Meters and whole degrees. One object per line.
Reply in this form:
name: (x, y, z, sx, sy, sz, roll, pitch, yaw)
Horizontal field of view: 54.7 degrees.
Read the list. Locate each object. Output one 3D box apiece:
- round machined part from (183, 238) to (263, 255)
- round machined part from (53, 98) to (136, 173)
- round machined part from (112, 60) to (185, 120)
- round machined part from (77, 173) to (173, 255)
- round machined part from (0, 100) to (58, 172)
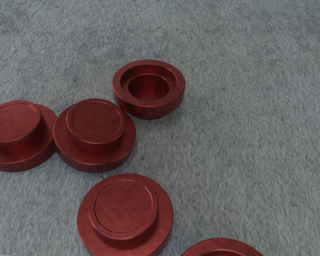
round machined part: (0.055, 0.150, 0.267, 0.099, 0.042, 0.098, 0, 50, 0)
round machined part: (-0.078, 0.002, 0.376, 0.099, 0.042, 0.098, 8, 52, -10)
round machined part: (-0.015, -0.049, 0.432, 0.099, 0.042, 0.098, 1, 49, -1)
round machined part: (-0.035, 0.088, 0.318, 0.099, 0.042, 0.098, 0, 50, 0)
round machined part: (-0.178, 0.003, 0.387, 0.099, 0.042, 0.098, 0, 50, 0)
